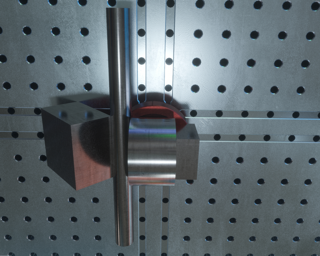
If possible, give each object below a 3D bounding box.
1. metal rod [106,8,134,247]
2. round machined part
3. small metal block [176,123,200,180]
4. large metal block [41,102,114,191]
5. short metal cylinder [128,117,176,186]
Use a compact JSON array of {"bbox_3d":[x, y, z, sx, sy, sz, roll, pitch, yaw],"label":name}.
[{"bbox_3d":[-0.046,0.015,0.374,0.025,0.025,0.298,1,110,-1],"label":"metal rod"},{"bbox_3d":[-0.008,0.011,0.407,0.099,0.042,0.097,0,110,-1],"label":"round machined part"},{"bbox_3d":[0.030,0.027,0.365,0.025,0.050,0.050,1,110,-1],"label":"small metal block"},{"bbox_3d":[-0.102,0.018,0.383,0.050,0.080,0.079,-16,116,-39],"label":"large metal block"},{"bbox_3d":[-0.009,0.027,0.362,0.050,0.080,0.079,1,110,-1],"label":"short metal cylinder"}]
